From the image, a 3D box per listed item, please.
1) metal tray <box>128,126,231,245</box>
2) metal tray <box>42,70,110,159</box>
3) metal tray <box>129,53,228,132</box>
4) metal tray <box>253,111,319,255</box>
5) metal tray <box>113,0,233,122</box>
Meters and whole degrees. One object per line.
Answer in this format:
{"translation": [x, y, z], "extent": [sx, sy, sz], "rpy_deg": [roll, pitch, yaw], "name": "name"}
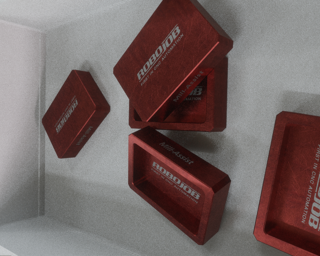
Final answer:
{"translation": [0.015, 0.065, 0.368], "extent": [0.130, 0.030, 0.089], "rpy_deg": [31, 132, 35], "name": "metal tray"}
{"translation": [-0.145, -0.021, 0.520], "extent": [0.129, 0.030, 0.090], "rpy_deg": [-48, 62, 29], "name": "metal tray"}
{"translation": [0.018, -0.042, 0.386], "extent": [0.130, 0.030, 0.089], "rpy_deg": [2, 91, 39], "name": "metal tray"}
{"translation": [0.144, 0.055, 0.283], "extent": [0.090, 0.030, 0.129], "rpy_deg": [14, 99, 38], "name": "metal tray"}
{"translation": [0.008, -0.079, 0.356], "extent": [0.129, 0.030, 0.090], "rpy_deg": [-47, 63, 29], "name": "metal tray"}
